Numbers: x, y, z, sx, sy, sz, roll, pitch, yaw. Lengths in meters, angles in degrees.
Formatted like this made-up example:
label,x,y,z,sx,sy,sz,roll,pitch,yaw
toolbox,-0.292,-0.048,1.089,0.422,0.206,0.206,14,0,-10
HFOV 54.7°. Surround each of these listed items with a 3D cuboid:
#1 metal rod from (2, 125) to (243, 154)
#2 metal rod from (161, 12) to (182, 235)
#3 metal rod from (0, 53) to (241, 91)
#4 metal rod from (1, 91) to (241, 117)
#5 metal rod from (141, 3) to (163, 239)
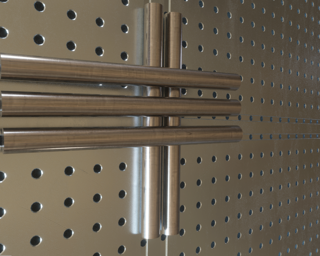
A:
label,x,y,z,sx,sy,sz,roll,pitch,yaw
metal rod,-0.018,0.010,0.368,0.303,0.025,0.025,-1,91,-32
metal rod,0.016,-0.006,0.425,0.025,0.025,0.298,1,89,-40
metal rod,-0.020,-0.062,0.367,0.303,0.025,0.025,-2,92,-32
metal rod,-0.020,-0.026,0.368,0.303,0.025,0.025,-2,91,-32
metal rod,-0.010,-0.010,0.403,0.025,0.025,0.298,1,89,-40
